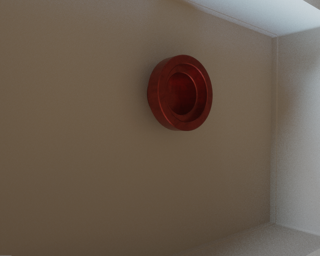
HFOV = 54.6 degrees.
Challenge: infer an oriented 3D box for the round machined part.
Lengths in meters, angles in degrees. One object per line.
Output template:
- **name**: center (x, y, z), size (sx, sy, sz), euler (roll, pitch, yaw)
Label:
- **round machined part**: center (0.022, -0.045, 0.413), size (0.099, 0.042, 0.097), euler (0, 90, -40)
